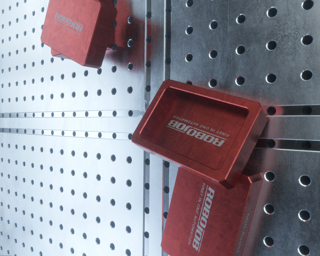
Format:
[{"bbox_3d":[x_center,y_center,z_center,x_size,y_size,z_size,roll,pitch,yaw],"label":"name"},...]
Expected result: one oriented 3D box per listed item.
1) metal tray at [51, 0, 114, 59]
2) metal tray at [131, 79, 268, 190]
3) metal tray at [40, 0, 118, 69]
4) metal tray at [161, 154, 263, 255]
[{"bbox_3d":[-0.131,-0.169,0.511,0.130,0.030,0.089,0,90,39],"label":"metal tray"},{"bbox_3d":[0.040,0.001,0.348,0.130,0.030,0.090,21,77,37],"label":"metal tray"},{"bbox_3d":[-0.127,-0.154,0.468,0.130,0.030,0.089,32,110,34],"label":"metal tray"},{"bbox_3d":[0.056,0.100,0.359,0.090,0.030,0.129,20,102,38],"label":"metal tray"}]
